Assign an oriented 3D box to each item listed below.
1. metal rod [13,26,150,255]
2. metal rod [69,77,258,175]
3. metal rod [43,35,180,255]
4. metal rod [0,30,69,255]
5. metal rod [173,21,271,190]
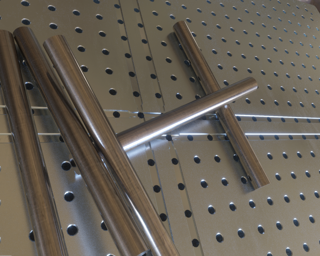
[{"bbox_3d":[-0.096,-0.002,0.331,0.025,0.025,0.299,-16,62,-35],"label":"metal rod"},{"bbox_3d":[0.025,-0.015,0.412,0.302,0.025,0.025,-25,75,-31],"label":"metal rod"},{"bbox_3d":[-0.045,0.037,0.330,0.025,0.025,0.299,-26,86,-37],"label":"metal rod"},{"bbox_3d":[-0.137,0.021,0.322,0.025,0.025,0.299,-9,66,-32],"label":"metal rod"},{"bbox_3d":[0.090,-0.047,0.486,0.025,0.025,0.299,-10,67,-33],"label":"metal rod"}]
